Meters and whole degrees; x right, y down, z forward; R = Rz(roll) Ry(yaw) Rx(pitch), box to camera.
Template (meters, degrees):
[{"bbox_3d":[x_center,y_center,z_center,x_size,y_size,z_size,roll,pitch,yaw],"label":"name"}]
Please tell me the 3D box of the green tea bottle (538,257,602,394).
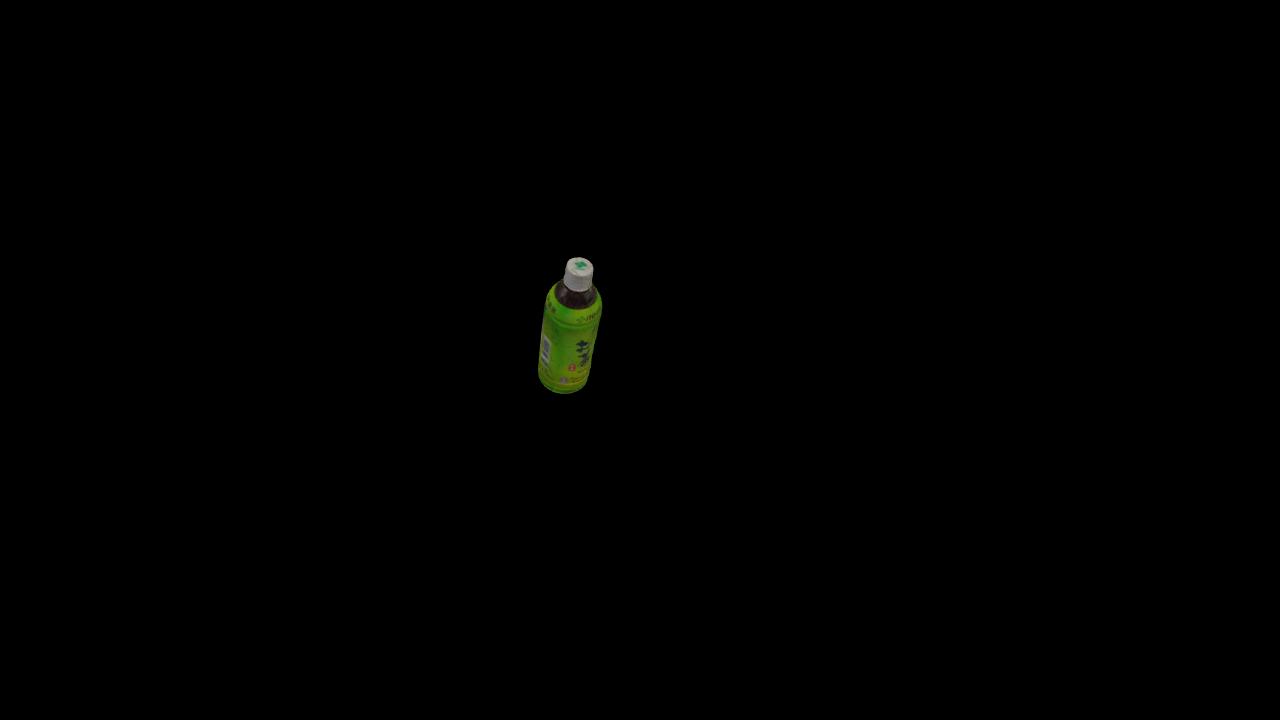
[{"bbox_3d":[-0.087,-0.041,0.761,0.073,0.073,0.212,0,-35,-12],"label":"green tea bottle"}]
